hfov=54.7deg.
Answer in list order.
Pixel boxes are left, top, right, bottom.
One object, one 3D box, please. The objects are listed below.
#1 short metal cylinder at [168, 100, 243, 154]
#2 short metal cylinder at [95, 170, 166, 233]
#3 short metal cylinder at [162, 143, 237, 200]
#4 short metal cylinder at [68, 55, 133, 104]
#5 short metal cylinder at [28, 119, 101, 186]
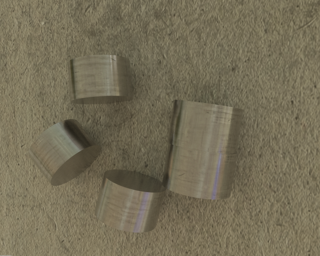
[{"bbox_3d":[0.052,-0.002,0.361,0.080,0.080,0.050,10,93,20],"label":"short metal cylinder"},{"bbox_3d":[-0.037,0.090,0.393,0.080,0.080,0.050,17,96,19],"label":"short metal cylinder"},{"bbox_3d":[0.046,0.047,0.363,0.080,0.080,0.050,9,93,20],"label":"short metal cylinder"},{"bbox_3d":[-0.078,-0.061,0.407,0.080,0.080,0.050,-5,88,20],"label":"short metal cylinder"},{"bbox_3d":[-0.129,0.034,0.425,0.050,0.080,0.080,47,104,14],"label":"short metal cylinder"}]
